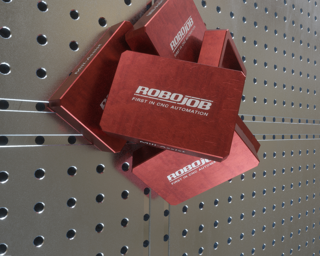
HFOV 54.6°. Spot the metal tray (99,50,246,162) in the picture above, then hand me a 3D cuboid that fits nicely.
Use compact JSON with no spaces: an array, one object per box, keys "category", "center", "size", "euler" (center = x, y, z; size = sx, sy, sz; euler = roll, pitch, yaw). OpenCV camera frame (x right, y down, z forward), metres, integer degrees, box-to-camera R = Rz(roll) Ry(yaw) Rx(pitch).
[{"category":"metal tray","center":[0.013,-0.024,0.321],"size":[0.030,0.130,0.090],"euler":[67,37,-75]}]

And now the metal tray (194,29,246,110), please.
[{"category":"metal tray","center":[0.090,-0.070,0.448],"size":[0.130,0.030,0.090],"euler":[33,68,-59]}]

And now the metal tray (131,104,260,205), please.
[{"category":"metal tray","center":[0.042,0.038,0.381],"size":[0.090,0.130,0.030],"euler":[46,24,-30]}]

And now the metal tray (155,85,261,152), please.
[{"category":"metal tray","center":[0.065,-0.003,0.418],"size":[0.130,0.090,0.030],"euler":[46,63,-31]}]

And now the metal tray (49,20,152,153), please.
[{"category":"metal tray","center":[-0.052,-0.048,0.361],"size":[0.090,0.030,0.130],"euler":[47,62,-31]}]

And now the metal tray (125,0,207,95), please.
[{"category":"metal tray","center":[0.018,-0.114,0.395],"size":[0.090,0.030,0.130],"euler":[56,44,-29]}]
